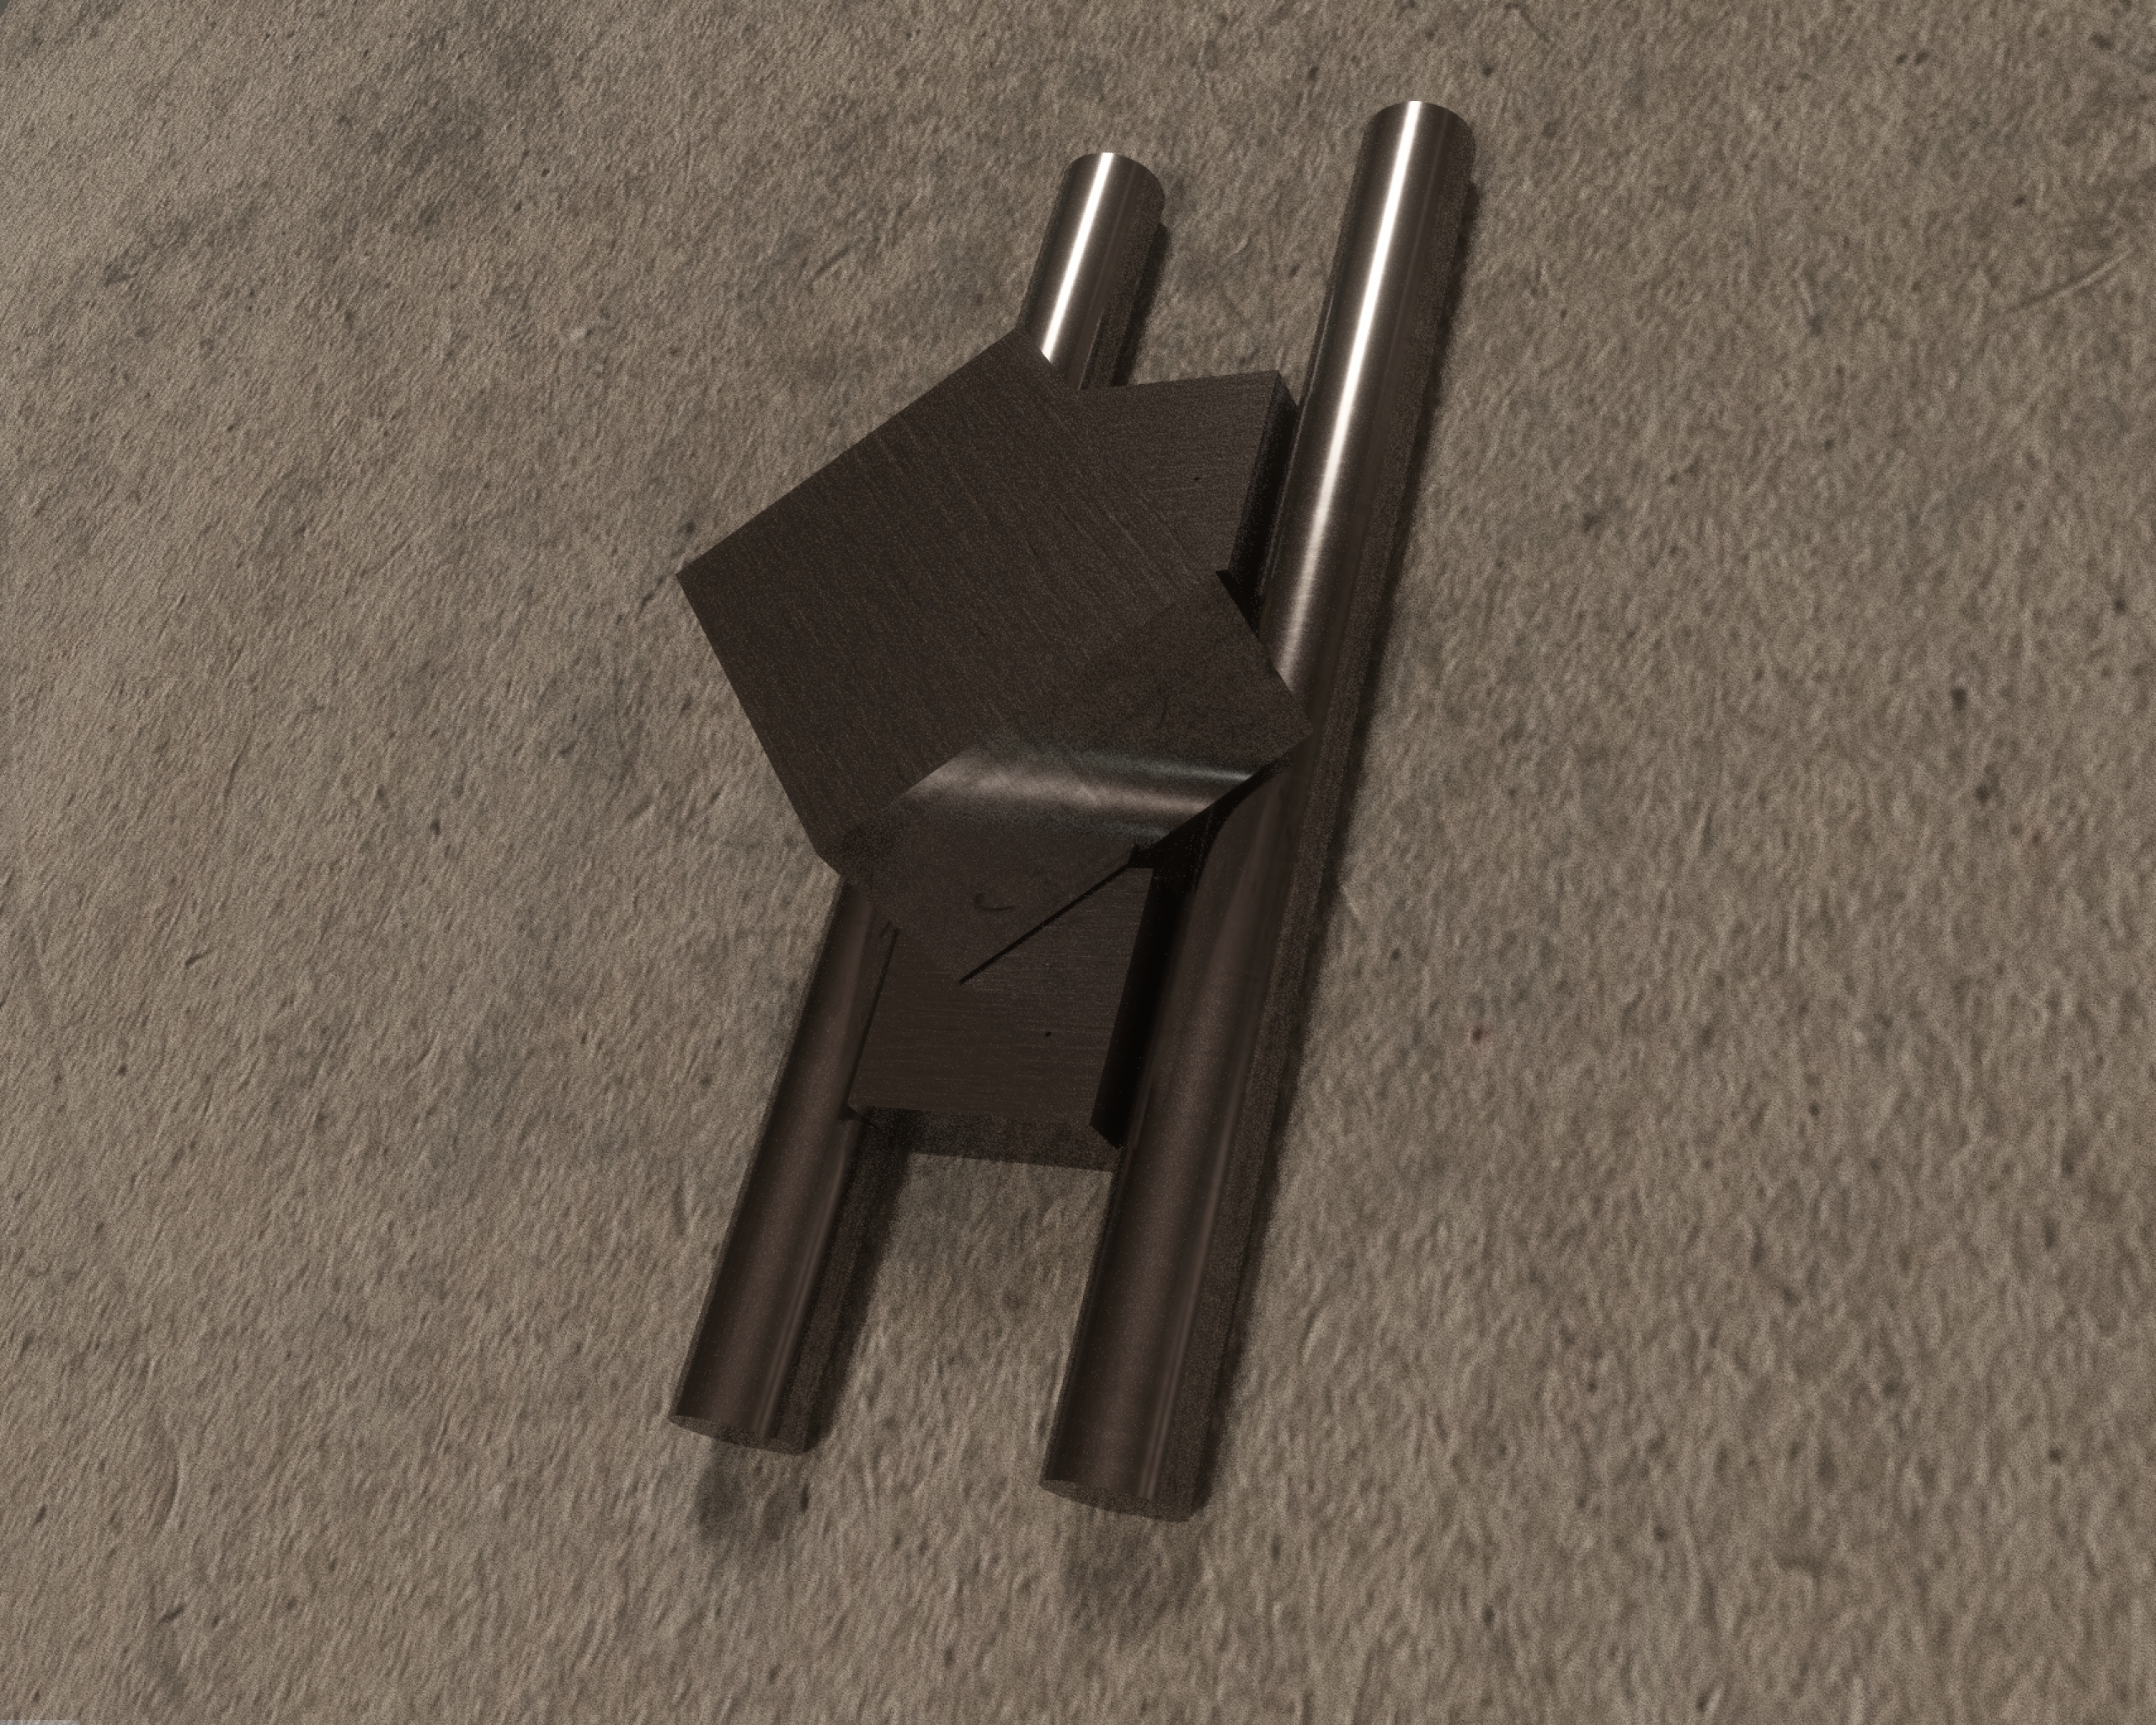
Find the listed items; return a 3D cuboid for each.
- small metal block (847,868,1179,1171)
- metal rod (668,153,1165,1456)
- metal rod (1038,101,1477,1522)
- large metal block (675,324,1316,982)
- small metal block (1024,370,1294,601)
[{"bbox_3d":[-0.009,0.029,0.390,0.050,0.025,0.050,1,62,28],"label":"small metal block"},{"bbox_3d":[-0.026,-0.029,0.436,0.025,0.025,0.300,1,62,28],"label":"metal rod"},{"bbox_3d":[0.041,-0.028,0.401,0.025,0.025,0.300,1,62,28],"label":"metal rod"},{"bbox_3d":[-0.016,-0.039,0.386,0.080,0.050,0.080,-35,52,4],"label":"large metal block"},{"bbox_3d":[0.018,-0.074,0.438,0.050,0.025,0.050,1,62,28],"label":"small metal block"}]
